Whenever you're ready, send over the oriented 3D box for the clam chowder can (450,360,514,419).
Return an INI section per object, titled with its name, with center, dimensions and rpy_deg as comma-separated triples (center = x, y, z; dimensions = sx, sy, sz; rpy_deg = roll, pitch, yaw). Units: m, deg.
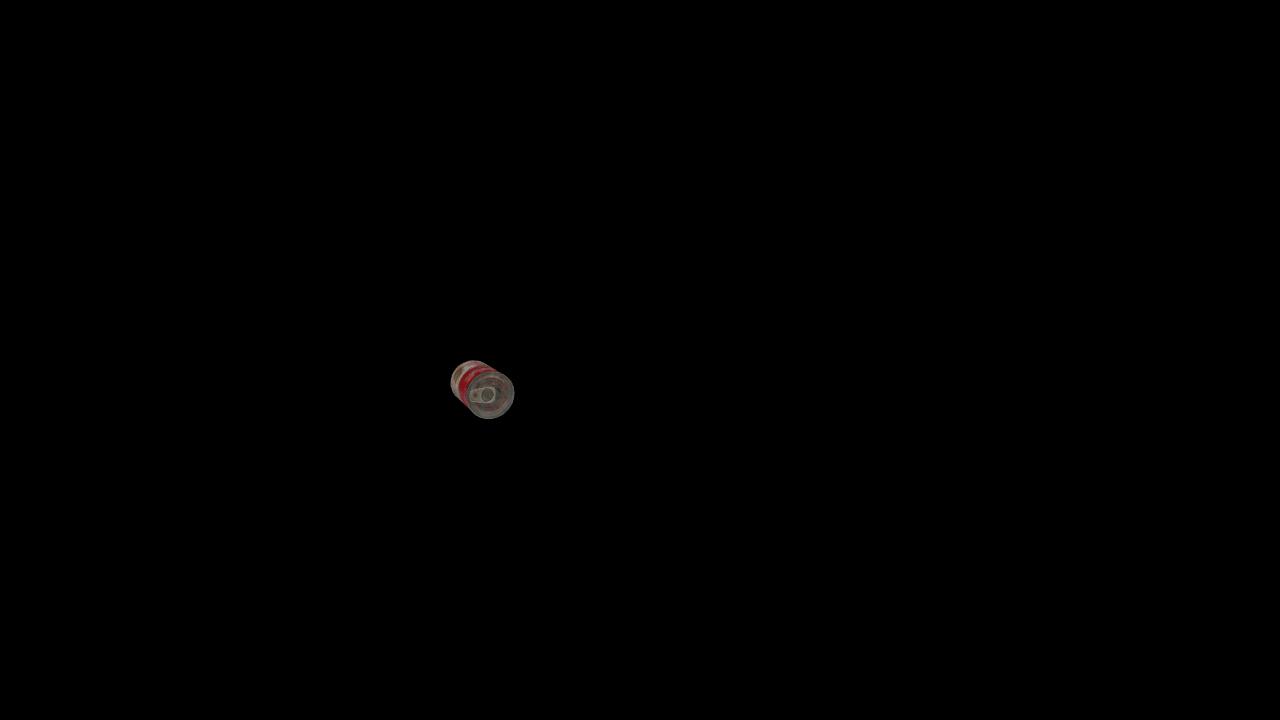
[clam chowder can]
center = -0.230, 0.041, 0.889
dimensions = 0.068, 0.068, 0.102
rpy_deg = 0, 9, -30
